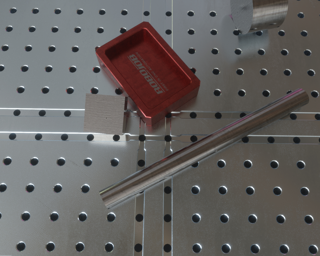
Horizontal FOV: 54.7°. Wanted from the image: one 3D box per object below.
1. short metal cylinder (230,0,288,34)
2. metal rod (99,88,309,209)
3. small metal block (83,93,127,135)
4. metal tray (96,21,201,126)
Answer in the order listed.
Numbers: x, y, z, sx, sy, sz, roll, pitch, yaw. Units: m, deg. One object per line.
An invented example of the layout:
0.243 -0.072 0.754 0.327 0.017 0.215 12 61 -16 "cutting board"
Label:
0.142 -0.182 0.451 0.050 0.080 0.080 -13 71 -5 "short metal cylinder"
0.064 0.022 0.404 0.302 0.025 0.025 -26 73 -10 "metal rod"
-0.071 -0.018 0.408 0.050 0.025 0.050 5 94 1 "small metal block"
-0.018 -0.079 0.437 0.090 0.030 0.130 -35 74 -12 "metal tray"
